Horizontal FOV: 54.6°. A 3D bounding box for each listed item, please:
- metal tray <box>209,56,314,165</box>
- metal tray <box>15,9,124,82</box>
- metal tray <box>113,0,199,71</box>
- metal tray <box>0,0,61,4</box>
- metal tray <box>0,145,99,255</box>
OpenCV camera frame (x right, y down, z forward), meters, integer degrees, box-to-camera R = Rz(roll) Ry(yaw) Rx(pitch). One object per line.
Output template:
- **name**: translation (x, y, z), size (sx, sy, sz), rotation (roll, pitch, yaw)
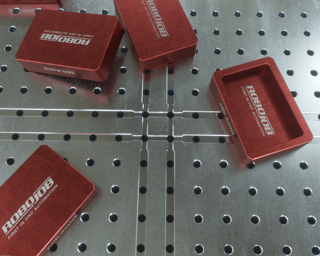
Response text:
- **metal tray**: translation (0.132, -0.025, 0.419), size (0.090, 0.030, 0.130), rotation (-17, 71, -6)
- **metal tray**: translation (-0.127, -0.119, 0.440), size (0.130, 0.030, 0.090), rotation (11, 70, 15)
- **metal tray**: translation (-0.008, -0.158, 0.467), size (0.090, 0.030, 0.130), rotation (-19, 71, -7)
- **metal tray**: translation (-0.225, -0.246, 0.497), size (0.131, 0.030, 0.090), rotation (-1, 70, -1)
- **metal tray**: translation (-0.150, 0.096, 0.373), size (0.090, 0.030, 0.130), rotation (37, 74, 12)
